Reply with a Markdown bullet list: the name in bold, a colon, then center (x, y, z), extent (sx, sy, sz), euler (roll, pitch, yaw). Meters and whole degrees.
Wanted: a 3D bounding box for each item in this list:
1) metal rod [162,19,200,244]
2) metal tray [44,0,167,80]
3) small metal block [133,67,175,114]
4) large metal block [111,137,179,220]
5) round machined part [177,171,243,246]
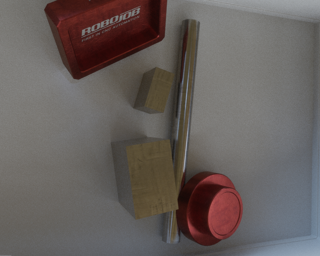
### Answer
- **metal rod**: center (0.029, 0.003, 0.422), extent (0.025, 0.025, 0.298), euler (6, 88, -20)
- **metal tray**: center (-0.054, -0.118, 0.355), extent (0.131, 0.090, 0.030), euler (-30, 66, -18)
- **small metal block**: center (-0.009, -0.046, 0.395), extent (0.025, 0.050, 0.050), euler (18, 84, -20)
- **large metal block**: center (-0.021, 0.055, 0.374), extent (0.050, 0.080, 0.079), euler (-8, 93, -20)
- **round machined part**: center (0.073, 0.110, 0.417), extent (0.099, 0.042, 0.097), euler (-2, 93, -37)
